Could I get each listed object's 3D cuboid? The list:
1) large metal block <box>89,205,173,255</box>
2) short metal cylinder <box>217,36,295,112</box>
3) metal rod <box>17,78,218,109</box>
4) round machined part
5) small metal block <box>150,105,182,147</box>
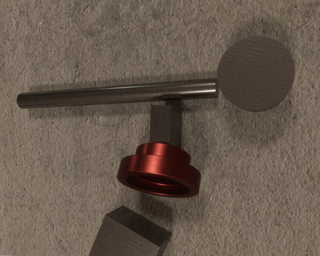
[{"bbox_3d":[-0.041,0.162,0.409,0.080,0.050,0.080,25,98,18],"label":"large metal block"},{"bbox_3d":[0.110,-0.059,0.357,0.080,0.050,0.079,0,90,19],"label":"short metal cylinder"},{"bbox_3d":[-0.071,-0.046,0.432,0.301,0.025,0.025,-2,90,19],"label":"metal rod"},{"bbox_3d":[0.001,0.050,0.376,0.098,0.098,0.042,2,63,19],"label":"round machined part"},{"bbox_3d":[0.009,-0.002,0.392,0.025,0.050,0.050,2,90,19],"label":"small metal block"}]
